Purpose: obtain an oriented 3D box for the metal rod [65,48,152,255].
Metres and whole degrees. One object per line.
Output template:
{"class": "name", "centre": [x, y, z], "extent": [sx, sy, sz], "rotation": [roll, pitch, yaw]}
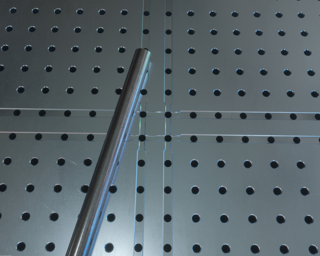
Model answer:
{"class": "metal rod", "centre": [-0.062, 0.027, 0.400], "extent": [0.025, 0.025, 0.299], "rotation": [14, 70, 5]}
